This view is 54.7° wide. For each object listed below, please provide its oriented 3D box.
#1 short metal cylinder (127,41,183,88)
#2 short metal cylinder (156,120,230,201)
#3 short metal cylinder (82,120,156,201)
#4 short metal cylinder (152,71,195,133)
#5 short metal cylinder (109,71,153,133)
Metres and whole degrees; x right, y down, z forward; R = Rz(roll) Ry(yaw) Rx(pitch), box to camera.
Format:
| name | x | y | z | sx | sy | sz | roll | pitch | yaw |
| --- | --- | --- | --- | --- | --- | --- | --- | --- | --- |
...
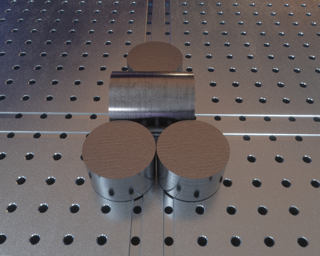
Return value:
| name | x | y | z | sx | sy | sz | roll | pitch | yaw |
| --- | --- | --- | --- | --- | --- | --- | --- | --- | --- |
| short metal cylinder | -0.007 | -0.085 | 0.462 | 0.081 | 0.050 | 0.080 | 0 | 50 | 0 |
| short metal cylinder | 0.036 | 0.037 | 0.359 | 0.081 | 0.050 | 0.080 | 0 | 50 | 0 |
| short metal cylinder | -0.045 | 0.037 | 0.358 | 0.081 | 0.050 | 0.080 | 0 | 50 | 0 |
| short metal cylinder | 0.016 | -0.033 | 0.400 | 0.050 | 0.080 | 0.080 | 0 | 50 | 0 |
| short metal cylinder | -0.035 | -0.033 | 0.400 | 0.050 | 0.080 | 0.080 | 0 | 50 | 0 |
